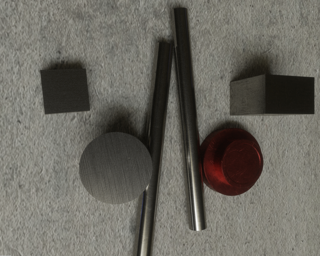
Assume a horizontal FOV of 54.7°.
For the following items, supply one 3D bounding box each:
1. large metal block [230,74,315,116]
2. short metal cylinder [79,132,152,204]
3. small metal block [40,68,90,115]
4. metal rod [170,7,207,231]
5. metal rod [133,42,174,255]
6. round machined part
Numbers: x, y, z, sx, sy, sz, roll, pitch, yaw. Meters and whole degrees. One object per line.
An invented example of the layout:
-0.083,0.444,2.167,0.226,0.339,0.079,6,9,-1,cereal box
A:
0.156,-0.043,0.439,0.081,0.080,0.050,-1,91,-20,large metal block
-0.049,0.045,0.366,0.081,0.050,0.080,0,88,-2,short metal cylinder
-0.113,-0.043,0.368,0.050,0.025,0.050,-6,92,-20,small metal block
0.039,-0.010,0.424,0.025,0.025,0.298,-6,92,-20,metal rod
-0.009,0.038,0.406,0.025,0.025,0.298,7,88,-20,metal rod
0.107,0.048,0.441,0.099,0.042,0.097,0,90,-21,round machined part
